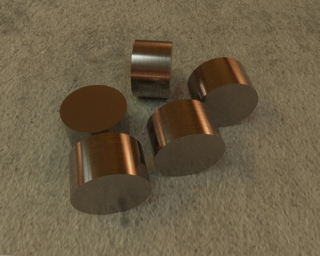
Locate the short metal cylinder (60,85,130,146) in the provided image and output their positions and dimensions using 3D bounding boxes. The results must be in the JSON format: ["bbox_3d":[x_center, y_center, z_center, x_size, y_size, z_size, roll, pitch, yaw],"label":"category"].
[{"bbox_3d":[-0.080,-0.009,0.394,0.081,0.050,0.080,0,50,0],"label":"short metal cylinder"}]

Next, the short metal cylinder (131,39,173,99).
[{"bbox_3d":[-0.010,-0.083,0.437,0.050,0.080,0.080,4,50,3],"label":"short metal cylinder"}]

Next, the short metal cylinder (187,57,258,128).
[{"bbox_3d":[0.081,-0.045,0.407,0.081,0.080,0.050,-7,51,-6],"label":"short metal cylinder"}]

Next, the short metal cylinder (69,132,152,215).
[{"bbox_3d":[-0.053,0.049,0.325,0.081,0.080,0.050,-10,51,-8],"label":"short metal cylinder"}]

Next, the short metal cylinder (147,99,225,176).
[{"bbox_3d":[0.028,0.013,0.357,0.081,0.080,0.050,-8,51,-7],"label":"short metal cylinder"}]
